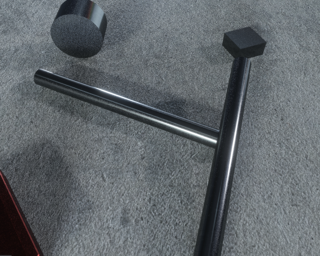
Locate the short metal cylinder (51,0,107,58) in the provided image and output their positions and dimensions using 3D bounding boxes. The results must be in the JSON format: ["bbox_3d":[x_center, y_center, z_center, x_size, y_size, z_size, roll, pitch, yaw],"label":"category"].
[{"bbox_3d":[-0.129,-0.161,0.501,0.081,0.080,0.050,1,50,0],"label":"short metal cylinder"}]

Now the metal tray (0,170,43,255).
[{"bbox_3d":[-0.182,0.107,0.307,0.091,0.030,0.130,-29,56,-23],"label":"metal tray"}]

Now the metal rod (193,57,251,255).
[{"bbox_3d":[0.073,0.035,0.348,0.025,0.025,0.300,12,59,9],"label":"metal rod"}]

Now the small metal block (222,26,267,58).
[{"bbox_3d":[0.142,-0.143,0.526,0.050,0.025,0.050,-18,52,-15],"label":"small metal block"}]

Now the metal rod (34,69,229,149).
[{"bbox_3d":[-0.044,-0.028,0.425,0.301,0.025,0.025,20,53,15],"label":"metal rod"}]
